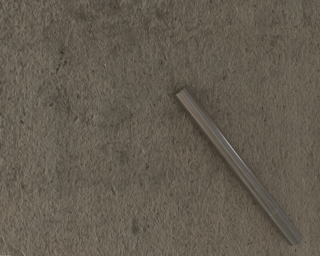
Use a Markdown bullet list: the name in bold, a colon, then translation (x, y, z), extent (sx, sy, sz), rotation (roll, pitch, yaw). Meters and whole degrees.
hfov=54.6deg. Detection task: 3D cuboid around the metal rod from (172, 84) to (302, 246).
- **metal rod**: translation (0.119, 0.062, 0.452), extent (0.025, 0.025, 0.300), rotation (-43, 104, -15)
